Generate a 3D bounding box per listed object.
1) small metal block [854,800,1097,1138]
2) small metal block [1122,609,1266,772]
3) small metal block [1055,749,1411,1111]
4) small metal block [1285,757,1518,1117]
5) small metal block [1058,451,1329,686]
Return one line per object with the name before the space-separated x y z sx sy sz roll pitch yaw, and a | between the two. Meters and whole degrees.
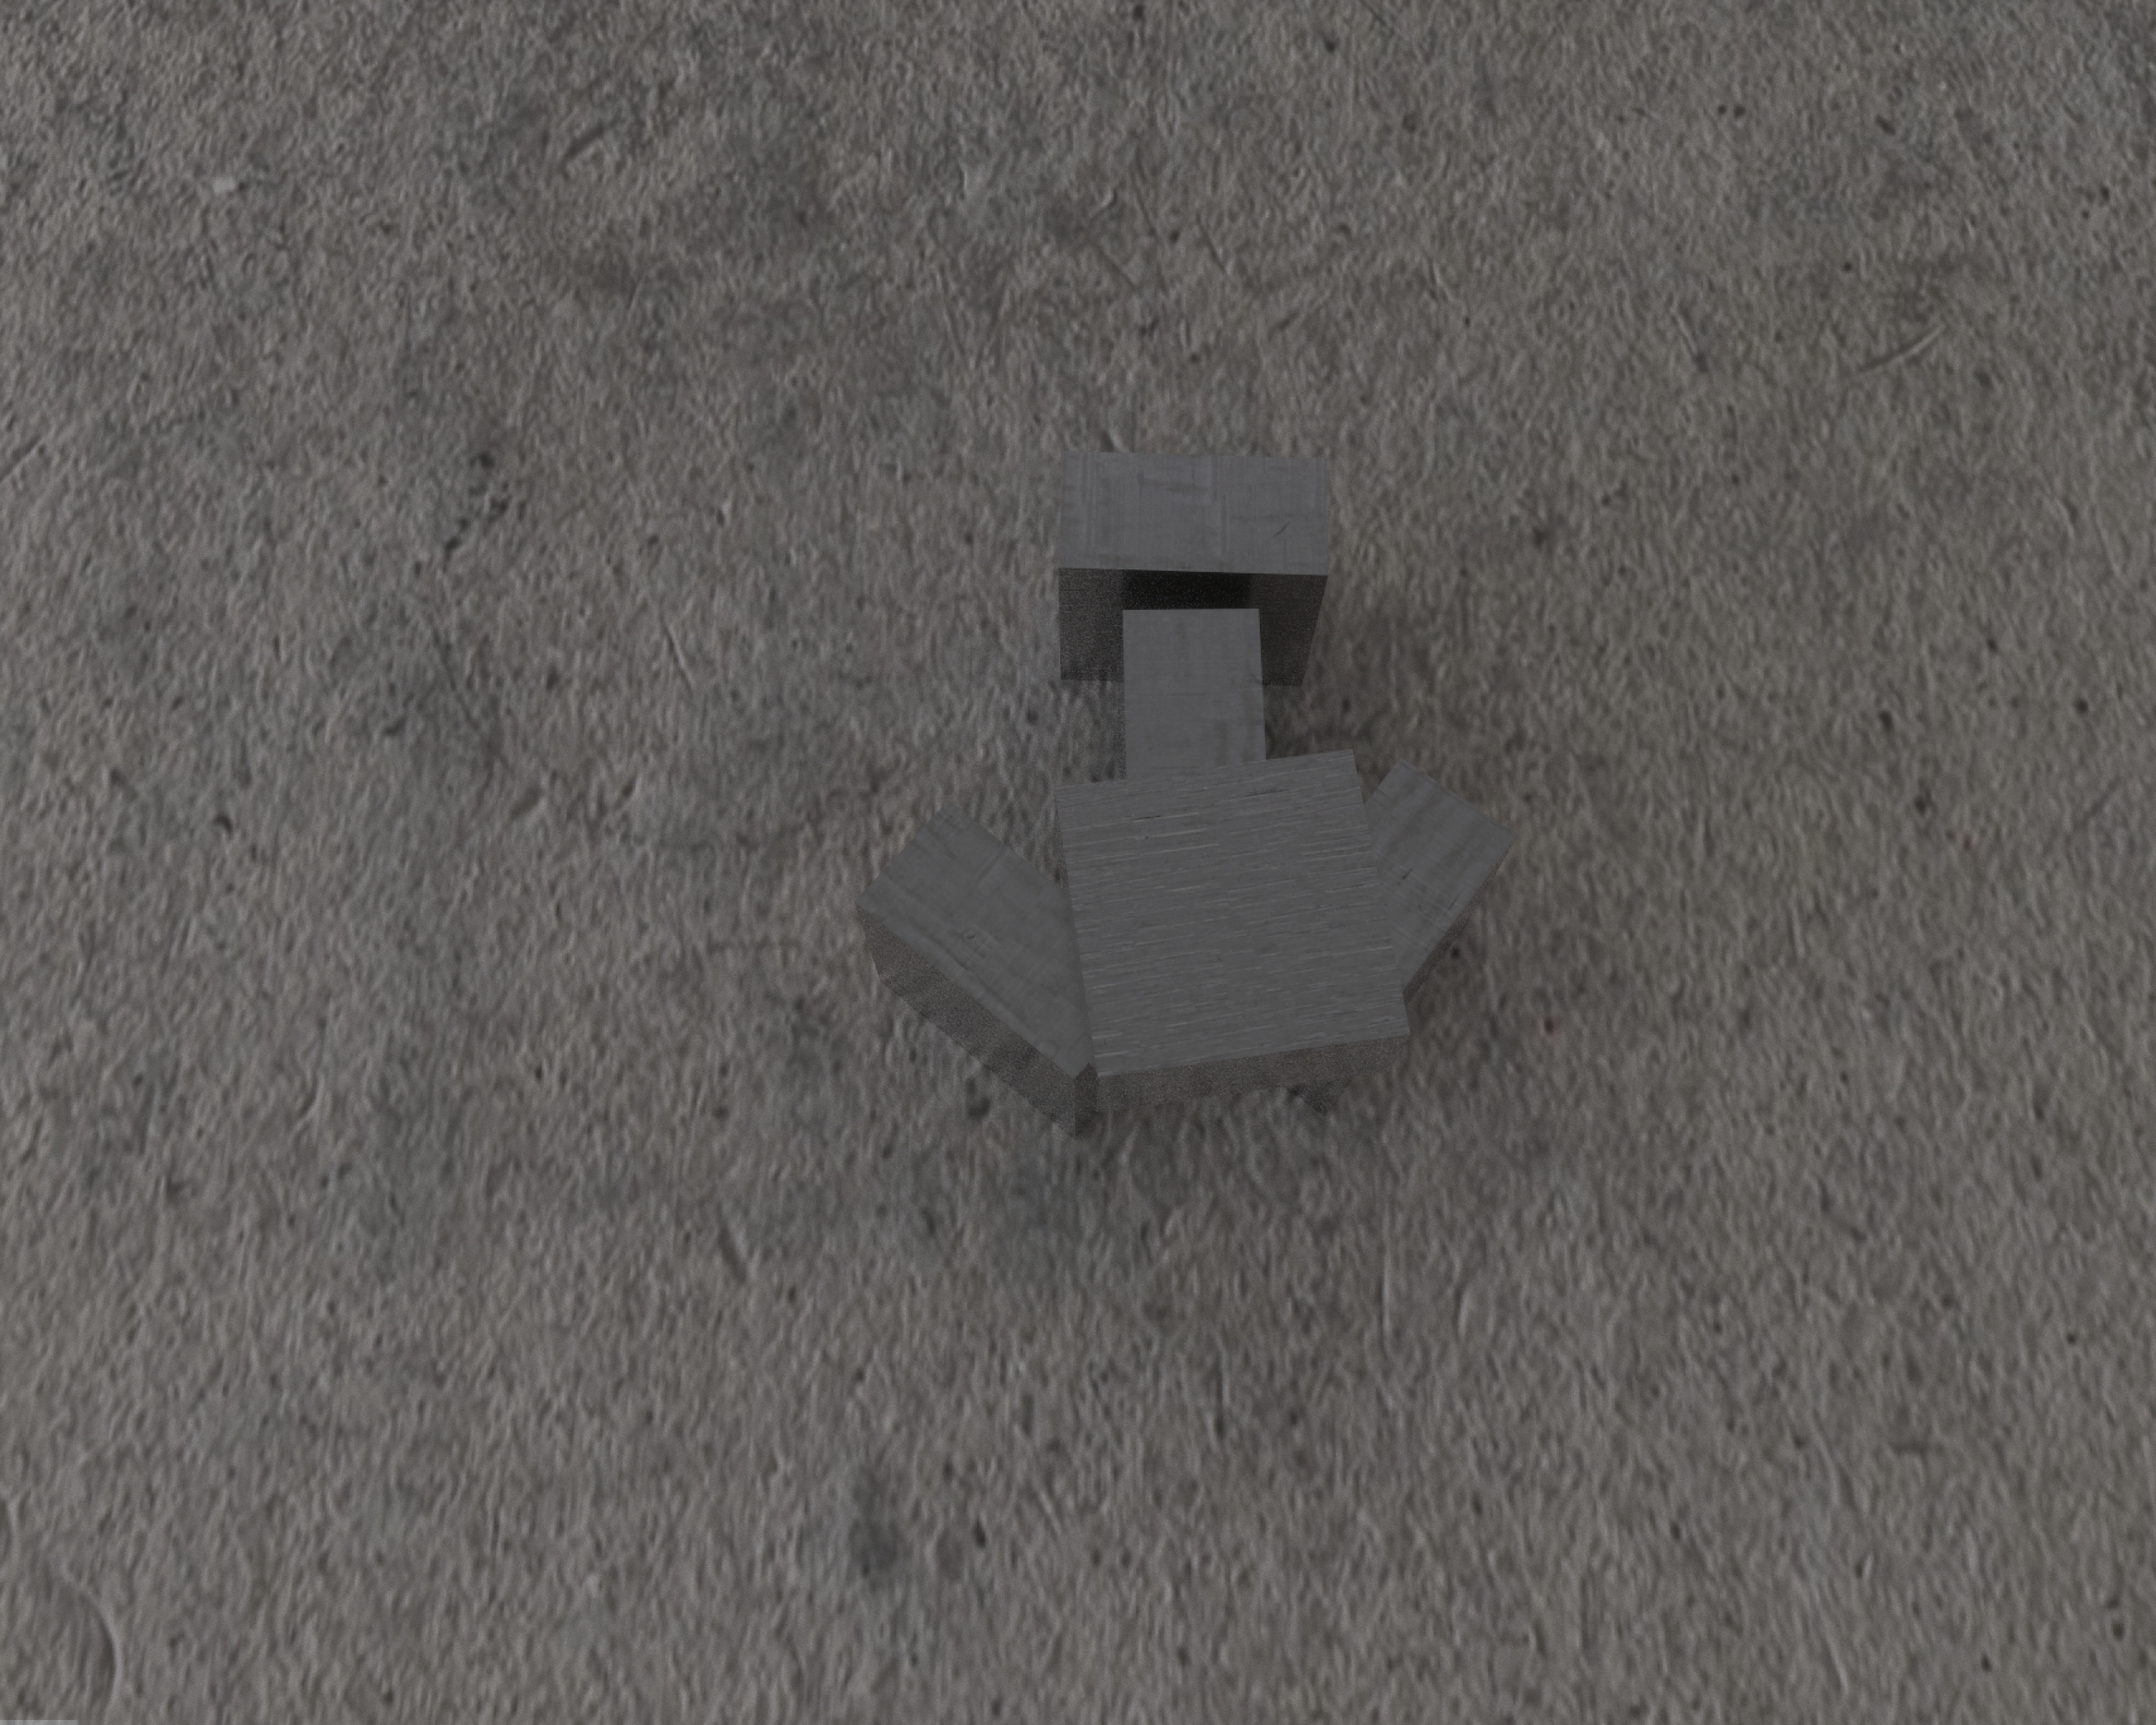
small metal block | -0.012 0.021 0.387 0.050 0.050 0.025 38 75 12
small metal block | 0.021 -0.015 0.400 0.025 0.050 0.050 -1 70 0
small metal block | 0.025 0.012 0.351 0.050 0.025 0.050 -8 70 -3
small metal block | 0.053 0.015 0.390 0.025 0.050 0.050 36 74 12
small metal block | 0.022 -0.058 0.416 0.050 0.050 0.025 2 70 0
